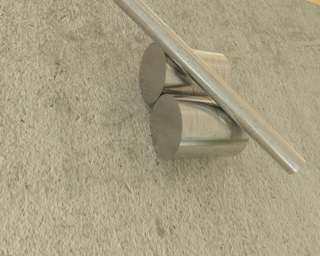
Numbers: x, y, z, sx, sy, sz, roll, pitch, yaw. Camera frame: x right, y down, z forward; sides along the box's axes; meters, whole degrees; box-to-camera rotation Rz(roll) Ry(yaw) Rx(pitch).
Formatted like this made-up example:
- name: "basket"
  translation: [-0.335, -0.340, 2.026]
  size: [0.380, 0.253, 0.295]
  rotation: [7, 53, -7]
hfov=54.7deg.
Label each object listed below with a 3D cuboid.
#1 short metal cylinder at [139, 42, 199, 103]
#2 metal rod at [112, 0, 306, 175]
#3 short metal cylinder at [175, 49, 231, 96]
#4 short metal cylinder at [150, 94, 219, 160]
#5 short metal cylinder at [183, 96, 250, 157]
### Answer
- name: "short metal cylinder"
  translation: [0.011, -0.072, 0.420]
  size: [0.050, 0.080, 0.080]
  rotation: [1, 62, -28]
- name: "metal rod"
  translation: [0.054, -0.061, 0.368]
  size: [0.300, 0.025, 0.025]
  rotation: [45, 51, 3]
- name: "short metal cylinder"
  translation: [0.056, -0.072, 0.444]
  size: [0.050, 0.080, 0.080]
  rotation: [1, 62, -28]
- name: "short metal cylinder"
  translation: [0.028, -0.001, 0.386]
  size: [0.050, 0.080, 0.080]
  rotation: [1, 62, -28]
- name: "short metal cylinder"
  translation: [0.073, -0.001, 0.410]
  size: [0.050, 0.080, 0.080]
  rotation: [1, 62, -28]
